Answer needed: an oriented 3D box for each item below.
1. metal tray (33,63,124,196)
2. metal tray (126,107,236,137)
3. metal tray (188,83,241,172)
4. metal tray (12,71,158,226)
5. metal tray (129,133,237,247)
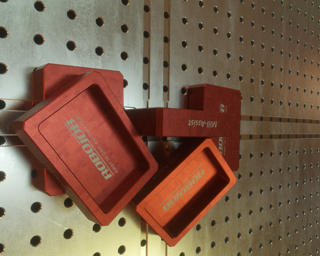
[{"bbox_3d":[-0.085,0.001,0.336,0.091,0.030,0.129,-1,92,-40],"label":"metal tray"},{"bbox_3d":[0.020,-0.005,0.384,0.131,0.090,0.030,2,89,-40],"label":"metal tray"},{"bbox_3d":[0.085,0.002,0.479,0.091,0.030,0.129,4,88,-40],"label":"metal tray"},{"bbox_3d":[-0.066,0.021,0.310,0.090,0.030,0.130,-46,118,-31],"label":"metal tray"},{"bbox_3d":[0.032,0.081,0.411,0.130,0.030,0.090,-42,118,-13],"label":"metal tray"}]
